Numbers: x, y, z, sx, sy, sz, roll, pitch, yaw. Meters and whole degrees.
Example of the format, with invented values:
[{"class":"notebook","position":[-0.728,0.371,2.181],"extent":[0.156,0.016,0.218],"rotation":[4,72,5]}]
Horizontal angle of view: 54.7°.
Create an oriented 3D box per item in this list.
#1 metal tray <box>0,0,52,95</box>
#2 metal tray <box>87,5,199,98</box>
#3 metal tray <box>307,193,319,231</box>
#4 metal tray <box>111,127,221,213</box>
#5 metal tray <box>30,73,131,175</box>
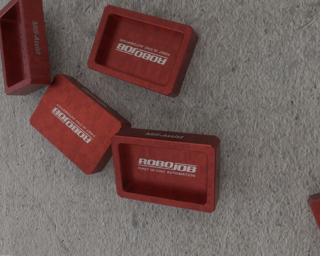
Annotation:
[{"class":"metal tray","position":[-0.204,-0.120,0.460],"extent":[0.090,0.030,0.129],"rotation":[-10,86,42]},{"class":"metal tray","position":[-0.025,-0.103,0.414],"extent":[0.130,0.030,0.089],"rotation":[21,97,18]},{"class":"metal tray","position":[0.227,0.125,0.326],"extent":[0.090,0.030,0.129],"rotation":[-22,83,18]},{"class":"metal tray","position":[0.007,0.051,0.388],"extent":[0.130,0.030,0.089],"rotation":[5,112,19]},{"class":"metal tray","position":[-0.117,-0.007,0.448],"extent":[0.130,0.030,0.090],"rotation":[38,102,16]}]
